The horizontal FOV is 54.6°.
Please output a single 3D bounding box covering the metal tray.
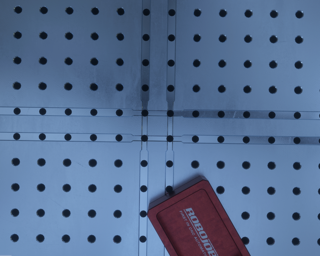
[{"bbox_3d":[0.052,0.141,0.411,0.090,0.030,0.130,-29,90,0],"label":"metal tray"}]
